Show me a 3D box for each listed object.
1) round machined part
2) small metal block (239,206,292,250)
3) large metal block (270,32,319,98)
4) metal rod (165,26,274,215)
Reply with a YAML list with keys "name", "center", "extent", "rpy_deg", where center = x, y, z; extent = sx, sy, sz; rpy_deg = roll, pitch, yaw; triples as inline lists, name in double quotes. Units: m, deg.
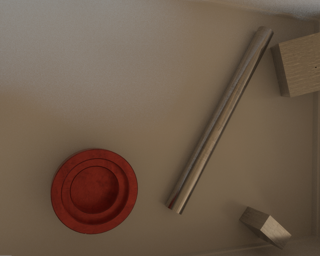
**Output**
- name: "round machined part"
  center: [-0.080, 0.073, 0.373]
  extent: [0.099, 0.042, 0.097]
  rpy_deg: [0, 90, -21]
- name: "small metal block"
  center: [0.154, 0.146, 0.456]
  extent: [0.050, 0.050, 0.025]
  rpy_deg: [43, 77, -16]
- name: "large metal block"
  center: [0.221, -0.095, 0.464]
  extent: [0.080, 0.050, 0.080]
  rpy_deg: [-14, 96, 8]
- name: "metal rod"
  center: [0.089, -0.018, 0.444]
  extent: [0.025, 0.025, 0.299]
  rpy_deg: [32, 79, -18]
